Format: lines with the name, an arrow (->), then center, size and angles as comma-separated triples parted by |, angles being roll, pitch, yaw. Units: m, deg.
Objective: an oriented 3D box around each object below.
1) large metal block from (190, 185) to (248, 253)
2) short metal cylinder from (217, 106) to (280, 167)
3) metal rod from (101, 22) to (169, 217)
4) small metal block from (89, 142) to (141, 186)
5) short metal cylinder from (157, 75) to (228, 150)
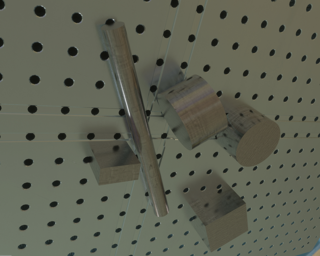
large metal block -> 0.107, 0.161, 0.553 | 0.080, 0.050, 0.080 | -25, 128, -13
short metal cylinder -> 0.135, 0.012, 0.476 | 0.081, 0.050, 0.079 | -14, 124, -21
metal rod -> -0.023, 0.013, 0.406 | 0.025, 0.025, 0.298 | -23, 127, -15
small metal block -> -0.058, 0.044, 0.390 | 0.050, 0.050, 0.025 | -4, 120, -26
short metal cylinder -> 0.039, -0.019, 0.385 | 0.050, 0.080, 0.080 | -30, 129, -9
